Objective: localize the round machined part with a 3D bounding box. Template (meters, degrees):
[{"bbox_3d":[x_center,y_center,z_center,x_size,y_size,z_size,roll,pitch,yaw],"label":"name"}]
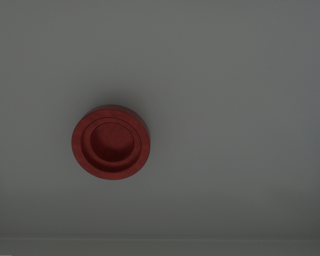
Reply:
[{"bbox_3d":[-0.061,0.016,0.407,0.099,0.042,0.097,0,110,0],"label":"round machined part"}]
